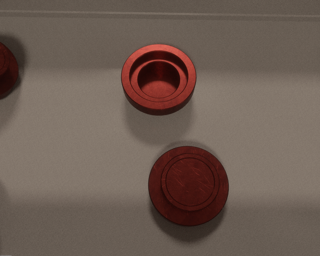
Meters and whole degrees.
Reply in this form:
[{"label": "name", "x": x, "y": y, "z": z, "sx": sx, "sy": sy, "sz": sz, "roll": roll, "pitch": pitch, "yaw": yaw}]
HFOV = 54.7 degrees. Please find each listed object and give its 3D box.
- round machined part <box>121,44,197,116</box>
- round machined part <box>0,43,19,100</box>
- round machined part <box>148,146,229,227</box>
[{"label": "round machined part", "x": -0.002, "y": -0.062, "z": 0.423, "sx": 0.099, "sy": 0.042, "sz": 0.098, "roll": 0, "pitch": 70, "yaw": -1}, {"label": "round machined part", "x": -0.237, "y": -0.084, "z": 0.404, "sx": 0.099, "sy": 0.042, "sz": 0.098, "roll": 16, "pitch": 60, "yaw": -31}, {"label": "round machined part", "x": 0.035, "y": 0.068, "z": 0.376, "sx": 0.099, "sy": 0.042, "sz": 0.098, "roll": 0, "pitch": 70, "yaw": -1}]
